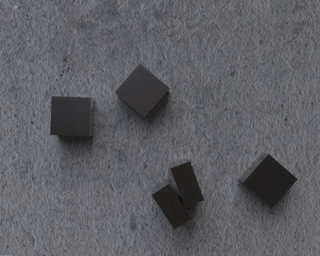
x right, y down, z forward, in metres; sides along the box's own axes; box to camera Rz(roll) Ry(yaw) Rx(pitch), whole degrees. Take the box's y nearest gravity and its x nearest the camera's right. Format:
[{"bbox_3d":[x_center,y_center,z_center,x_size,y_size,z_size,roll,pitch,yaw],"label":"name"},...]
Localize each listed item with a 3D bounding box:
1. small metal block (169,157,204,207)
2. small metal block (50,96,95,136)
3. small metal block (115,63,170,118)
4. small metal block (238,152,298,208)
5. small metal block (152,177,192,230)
[{"bbox_3d":[0.033,0.068,0.398,0.025,0.050,0.050,-20,90,0],"label":"small metal block"},{"bbox_3d":[-0.115,-0.015,0.409,0.050,0.025,0.050,2,90,0],"label":"small metal block"},{"bbox_3d":[-0.023,-0.048,0.410,0.050,0.025,0.050,41,90,0],"label":"small metal block"},{"bbox_3d":[0.142,0.068,0.411,0.050,0.025,0.050,42,90,0],"label":"small metal block"},{"bbox_3d":[0.014,0.095,0.398,0.025,0.050,0.050,-33,90,0],"label":"small metal block"}]
